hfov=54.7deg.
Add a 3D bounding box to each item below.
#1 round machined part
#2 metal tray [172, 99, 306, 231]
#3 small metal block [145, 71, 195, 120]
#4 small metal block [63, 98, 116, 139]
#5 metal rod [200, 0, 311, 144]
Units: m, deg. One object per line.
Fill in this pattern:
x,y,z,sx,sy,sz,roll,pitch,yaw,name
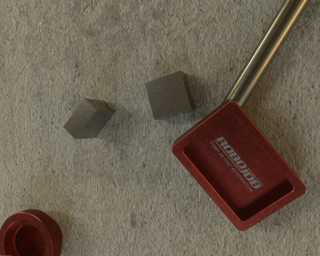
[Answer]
-0.188,0.170,0.464,0.098,0.042,0.097,0,90,19,round machined part
0.088,0.043,0.357,0.090,0.030,0.130,-39,93,15,metal tray
0.013,-0.041,0.404,0.050,0.025,0.050,-16,85,19,small metal block
-0.097,-0.012,0.428,0.025,0.050,0.050,42,103,15,small metal block
0.133,-0.105,0.361,0.025,0.025,0.299,33,100,16,metal rod
